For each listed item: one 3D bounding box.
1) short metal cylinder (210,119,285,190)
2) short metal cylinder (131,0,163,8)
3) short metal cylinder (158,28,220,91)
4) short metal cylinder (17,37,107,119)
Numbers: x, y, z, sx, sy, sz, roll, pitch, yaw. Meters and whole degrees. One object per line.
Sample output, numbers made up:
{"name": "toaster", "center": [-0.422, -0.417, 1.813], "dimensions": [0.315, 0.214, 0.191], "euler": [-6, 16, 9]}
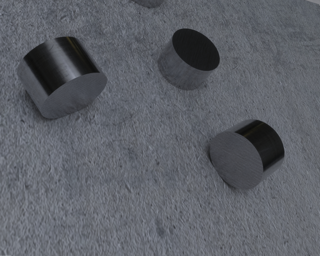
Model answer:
{"name": "short metal cylinder", "center": [0.114, 0.034, 0.409], "dimensions": [0.050, 0.080, 0.080], "euler": [-24, 75, -36]}
{"name": "short metal cylinder", "center": [-0.021, -0.255, 0.532], "dimensions": [0.081, 0.050, 0.080], "euler": [14, 56, -21]}
{"name": "short metal cylinder", "center": [0.044, -0.105, 0.475], "dimensions": [0.081, 0.050, 0.080], "euler": [14, 56, -21]}
{"name": "short metal cylinder", "center": [-0.107, -0.054, 0.344], "dimensions": [0.081, 0.080, 0.050], "euler": [-27, 77, -37]}
